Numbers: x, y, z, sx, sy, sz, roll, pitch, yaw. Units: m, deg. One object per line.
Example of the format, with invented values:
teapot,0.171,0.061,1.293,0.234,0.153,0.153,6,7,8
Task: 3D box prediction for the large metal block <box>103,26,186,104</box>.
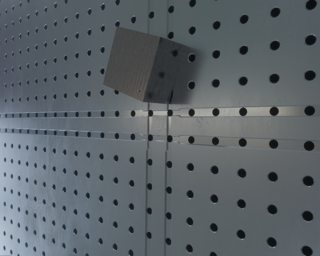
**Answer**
large metal block,-0.023,-0.083,0.413,0.080,0.050,0.080,26,106,37
